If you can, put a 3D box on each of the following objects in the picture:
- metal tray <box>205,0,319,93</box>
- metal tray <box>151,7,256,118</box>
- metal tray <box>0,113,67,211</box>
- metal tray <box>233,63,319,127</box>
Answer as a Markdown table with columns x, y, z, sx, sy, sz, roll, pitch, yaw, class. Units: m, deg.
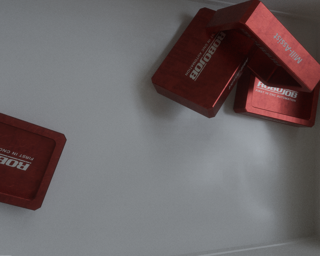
| x | y | z | sx | sy | sz | roll | pitch | yaw | class |
| --- | --- | --- | --- | --- | --- | --- | --- | --- | --- |
| 0.128 | -0.097 | 0.384 | 0.130 | 0.090 | 0.030 | 35 | 90 | -22 | metal tray |
| 0.061 | -0.088 | 0.403 | 0.090 | 0.030 | 0.130 | 29 | 77 | 22 | metal tray |
| -0.182 | 0.029 | 0.340 | 0.131 | 0.030 | 0.090 | 21 | 83 | -19 | metal tray |
| 0.182 | -0.056 | 0.474 | 0.131 | 0.030 | 0.090 | 11 | 86 | -20 | metal tray |
